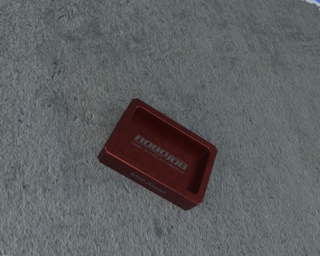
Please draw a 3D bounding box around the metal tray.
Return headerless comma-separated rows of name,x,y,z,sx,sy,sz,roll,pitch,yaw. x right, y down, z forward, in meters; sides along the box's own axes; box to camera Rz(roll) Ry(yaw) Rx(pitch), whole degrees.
metal tray,0.002,0.032,0.385,0.130,0.030,0.090,31,51,-8
